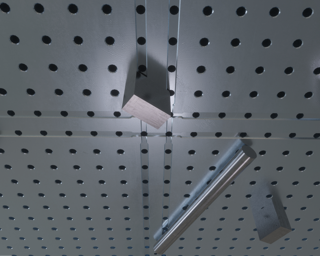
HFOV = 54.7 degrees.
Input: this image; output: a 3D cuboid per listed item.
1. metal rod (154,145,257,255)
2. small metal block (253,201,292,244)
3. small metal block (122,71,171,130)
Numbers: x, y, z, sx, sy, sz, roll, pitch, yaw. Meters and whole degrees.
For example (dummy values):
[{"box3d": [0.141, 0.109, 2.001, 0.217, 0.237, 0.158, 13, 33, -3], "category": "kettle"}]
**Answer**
[{"box3d": [0.063, 0.136, 0.528, 0.025, 0.025, 0.298, 20, 127, -16], "category": "metal rod"}, {"box3d": [0.193, 0.164, 0.536, 0.025, 0.050, 0.050, 24, 126, -19], "category": "small metal block"}, {"box3d": [-0.015, -0.033, 0.367, 0.050, 0.050, 0.025, 29, 124, -23], "category": "small metal block"}]
